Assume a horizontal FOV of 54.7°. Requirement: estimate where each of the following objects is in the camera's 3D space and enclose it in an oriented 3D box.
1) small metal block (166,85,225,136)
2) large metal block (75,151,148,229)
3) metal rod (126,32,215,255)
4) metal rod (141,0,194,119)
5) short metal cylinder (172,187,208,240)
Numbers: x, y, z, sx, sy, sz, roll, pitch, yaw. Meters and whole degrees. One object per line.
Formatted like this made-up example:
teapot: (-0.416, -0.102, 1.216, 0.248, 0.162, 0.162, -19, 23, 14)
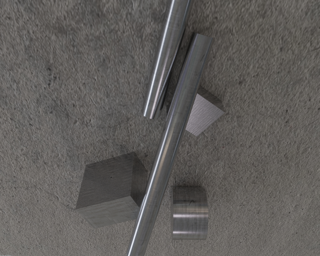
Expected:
small metal block: (0.044, -0.024, 0.388, 0.050, 0.025, 0.050, 31, 123, -24)
large metal block: (-0.066, 0.089, 0.446, 0.080, 0.080, 0.050, -17, 128, 13)
metal rod: (0.006, 0.037, 0.375, 0.025, 0.025, 0.298, 13, 109, -11)
metal rod: (0.022, -0.130, 0.296, 0.025, 0.025, 0.298, 10, 130, -9)
short metal cylinder: (0.044, 0.133, 0.485, 0.050, 0.080, 0.079, 1, 130, -1)
